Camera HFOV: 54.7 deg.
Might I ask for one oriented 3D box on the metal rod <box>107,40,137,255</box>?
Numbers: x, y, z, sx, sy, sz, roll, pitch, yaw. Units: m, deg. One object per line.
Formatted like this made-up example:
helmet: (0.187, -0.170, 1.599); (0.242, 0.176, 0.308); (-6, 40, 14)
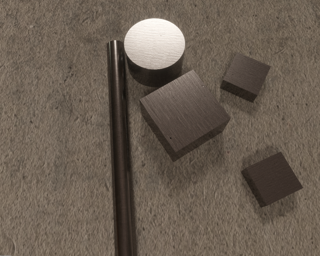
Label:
metal rod: (-0.051, 0.020, 0.400); (0.025, 0.025, 0.299); (-5, 70, -2)

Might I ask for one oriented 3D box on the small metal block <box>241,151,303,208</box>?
small metal block: (0.138, 0.064, 0.386); (0.050, 0.025, 0.050); (-23, 72, -9)

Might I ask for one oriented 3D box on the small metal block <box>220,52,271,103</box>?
small metal block: (0.120, -0.071, 0.436); (0.050, 0.025, 0.050); (26, 72, 9)

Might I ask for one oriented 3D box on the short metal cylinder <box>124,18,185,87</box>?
short metal cylinder: (-0.007, -0.104, 0.433); (0.081, 0.050, 0.080); (0, 70, 0)

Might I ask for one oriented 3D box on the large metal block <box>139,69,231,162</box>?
large metal block: (0.030, -0.015, 0.401); (0.080, 0.050, 0.080); (-31, 73, -11)
